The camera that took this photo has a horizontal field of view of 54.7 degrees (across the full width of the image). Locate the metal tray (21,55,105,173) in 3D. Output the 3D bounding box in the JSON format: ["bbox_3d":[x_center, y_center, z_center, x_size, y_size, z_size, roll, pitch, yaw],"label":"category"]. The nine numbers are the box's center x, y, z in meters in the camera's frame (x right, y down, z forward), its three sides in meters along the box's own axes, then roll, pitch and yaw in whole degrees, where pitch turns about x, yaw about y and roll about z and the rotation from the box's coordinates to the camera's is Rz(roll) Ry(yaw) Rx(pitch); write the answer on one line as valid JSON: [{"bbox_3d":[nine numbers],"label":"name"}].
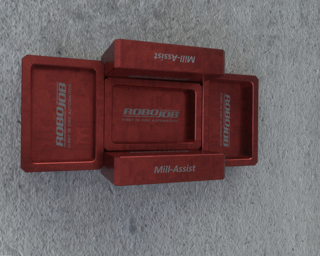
[{"bbox_3d":[-0.114,-0.016,0.366,0.091,0.030,0.129,1,90,-21],"label":"metal tray"}]

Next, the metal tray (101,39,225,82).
[{"bbox_3d":[0.001,-0.076,0.377,0.131,0.090,0.030,0,90,-20],"label":"metal tray"}]

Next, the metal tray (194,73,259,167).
[{"bbox_3d":[0.095,-0.011,0.444,0.091,0.030,0.129,1,90,-21],"label":"metal tray"}]

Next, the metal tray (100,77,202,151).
[{"bbox_3d":[-0.010,-0.016,0.405,0.131,0.030,0.089,1,90,-21],"label":"metal tray"}]

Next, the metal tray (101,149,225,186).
[{"bbox_3d":[0.001,0.044,0.375,0.131,0.090,0.030,0,90,-20],"label":"metal tray"}]
